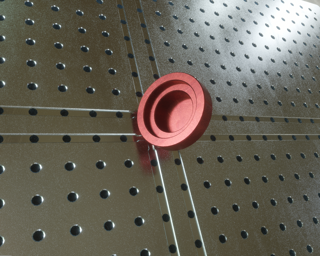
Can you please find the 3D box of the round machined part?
[{"bbox_3d":[0.022,-0.018,0.396,0.042,0.098,0.098,28,44,-52],"label":"round machined part"}]
